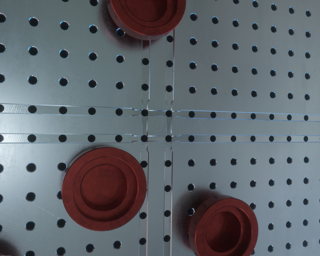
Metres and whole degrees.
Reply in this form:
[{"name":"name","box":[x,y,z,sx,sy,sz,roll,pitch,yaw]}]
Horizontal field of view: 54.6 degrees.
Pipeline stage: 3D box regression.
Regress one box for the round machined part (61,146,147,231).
[{"name":"round machined part","box":[-0.069,0.071,0.378,0.099,0.042,0.097,0,90,-20]}]

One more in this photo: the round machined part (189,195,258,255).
[{"name":"round machined part","box":[0.084,0.142,0.435,0.099,0.042,0.097,0,90,-20]}]

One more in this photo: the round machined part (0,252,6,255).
[{"name":"round machined part","box":[-0.203,0.174,0.329,0.099,0.042,0.097,0,90,-20]}]

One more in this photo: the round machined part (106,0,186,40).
[{"name":"round machined part","box":[-0.020,-0.161,0.396,0.099,0.042,0.097,0,90,-20]}]
